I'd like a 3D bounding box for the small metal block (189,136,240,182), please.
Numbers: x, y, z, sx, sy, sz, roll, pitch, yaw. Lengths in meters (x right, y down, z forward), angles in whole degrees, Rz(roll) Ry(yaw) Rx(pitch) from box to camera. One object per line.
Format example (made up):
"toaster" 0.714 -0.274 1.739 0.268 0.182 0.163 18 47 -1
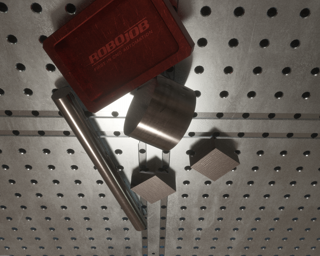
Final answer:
"small metal block" 0.079 0.046 0.452 0.050 0.025 0.050 33 123 -25

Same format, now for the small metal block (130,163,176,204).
"small metal block" -0.010 0.088 0.487 0.050 0.025 0.050 -32 124 24

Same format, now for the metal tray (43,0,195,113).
"metal tray" -0.042 -0.084 0.316 0.130 0.030 0.090 -28 104 21

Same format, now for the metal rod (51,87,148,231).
"metal rod" -0.077 0.067 0.467 0.025 0.025 0.299 -13 129 10

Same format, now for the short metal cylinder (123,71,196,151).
"short metal cylinder" -0.002 -0.019 0.359 0.050 0.080 0.080 24 126 -20
